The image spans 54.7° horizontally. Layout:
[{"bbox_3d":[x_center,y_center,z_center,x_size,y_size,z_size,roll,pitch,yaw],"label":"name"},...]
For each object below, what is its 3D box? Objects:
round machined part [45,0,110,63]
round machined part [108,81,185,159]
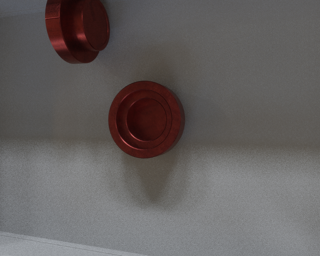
[{"bbox_3d":[-0.101,-0.135,0.407,0.042,0.098,0.097,1,91,20],"label":"round machined part"},{"bbox_3d":[-0.014,-0.010,0.406,0.098,0.042,0.097,0,90,20],"label":"round machined part"}]
